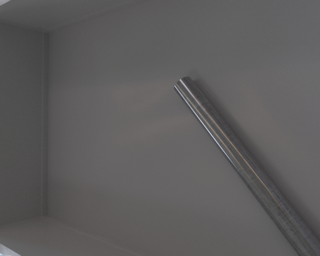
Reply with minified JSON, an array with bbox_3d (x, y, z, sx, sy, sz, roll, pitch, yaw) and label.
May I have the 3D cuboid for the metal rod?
[{"bbox_3d":[0.104,0.058,0.321,0.025,0.025,0.299,-49,61,29],"label":"metal rod"}]
